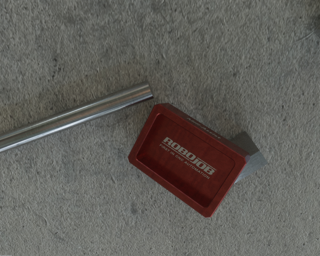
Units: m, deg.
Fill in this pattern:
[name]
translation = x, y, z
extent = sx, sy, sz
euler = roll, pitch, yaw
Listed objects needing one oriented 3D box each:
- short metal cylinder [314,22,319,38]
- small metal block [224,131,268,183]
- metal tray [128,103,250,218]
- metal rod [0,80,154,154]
[short metal cylinder]
translation = 0.223, -0.112, 0.343
extent = 0.080, 0.080, 0.050
euler = 28, 108, -10
[small metal block]
translation = 0.106, 0.038, 0.410
extent = 0.050, 0.050, 0.025
euler = -34, 118, 11
[metal tray]
translation = 0.033, 0.038, 0.390
extent = 0.130, 0.030, 0.089
euler = 34, 109, 18
[metal rod]
translation = -0.153, 0.000, 0.407
extent = 0.301, 0.025, 0.025
euler = -19, 109, 6
